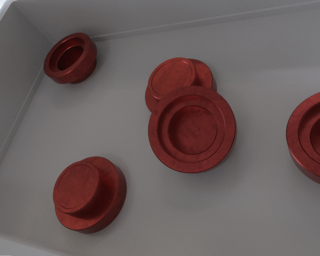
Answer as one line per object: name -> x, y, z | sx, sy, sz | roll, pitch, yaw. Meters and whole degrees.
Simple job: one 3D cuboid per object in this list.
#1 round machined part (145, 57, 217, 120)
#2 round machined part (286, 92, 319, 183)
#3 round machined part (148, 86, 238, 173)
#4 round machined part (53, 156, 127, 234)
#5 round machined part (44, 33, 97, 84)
round machined part -> 0.023, -0.056, 0.417 | 0.098, 0.042, 0.098 | -13, 56, 21
round machined part -> 0.175, 0.013, 0.295 | 0.098, 0.042, 0.098 | -13, 56, 21
round machined part -> 0.039, 0.004, 0.358 | 0.098, 0.042, 0.098 | -3, 80, 18
round machined part -> -0.096, 0.081, 0.396 | 0.098, 0.042, 0.098 | -13, 56, 21
round machined part -> -0.152, -0.117, 0.547 | 0.098, 0.042, 0.098 | -13, 56, 21
